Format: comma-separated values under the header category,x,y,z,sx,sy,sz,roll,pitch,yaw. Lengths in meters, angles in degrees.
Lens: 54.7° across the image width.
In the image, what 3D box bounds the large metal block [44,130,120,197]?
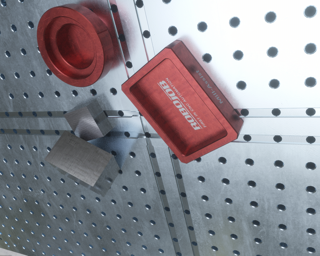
category,x,y,z,sx,sy,sz,roll,pitch,yaw
large metal block,-0.112,0.056,0.464,0.080,0.050,0.080,26,160,11

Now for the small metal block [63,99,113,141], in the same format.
category,x,y,z,sx,sy,sz,roll,pitch,yaw
small metal block,-0.106,-0.010,0.459,0.050,0.025,0.050,-15,111,34

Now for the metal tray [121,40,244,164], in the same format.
category,x,y,z,sx,sy,sz,roll,pitch,yaw
metal tray,0.026,-0.027,0.376,0.090,0.030,0.130,-33,101,38

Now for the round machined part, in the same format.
category,x,y,z,sx,sy,sz,roll,pitch,yaw
round machined part,-0.100,-0.104,0.386,0.098,0.042,0.097,13,124,20
